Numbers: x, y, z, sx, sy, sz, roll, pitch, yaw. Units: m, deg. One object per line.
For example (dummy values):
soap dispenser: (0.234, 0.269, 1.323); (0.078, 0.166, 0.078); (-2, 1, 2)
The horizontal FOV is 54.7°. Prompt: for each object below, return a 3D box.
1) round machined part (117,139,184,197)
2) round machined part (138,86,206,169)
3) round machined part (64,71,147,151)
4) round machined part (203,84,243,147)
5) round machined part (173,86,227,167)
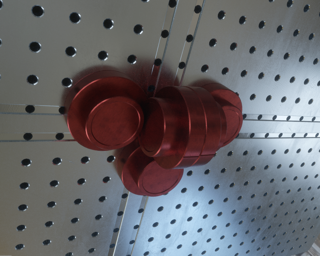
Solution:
round machined part: (-0.006, 0.057, 0.433); (0.099, 0.042, 0.097); (-14, 125, -21)
round machined part: (0.006, -0.001, 0.360); (0.042, 0.098, 0.097); (1, 118, -30)
round machined part: (-0.058, -0.014, 0.361); (0.099, 0.042, 0.097); (-14, 125, -21)
round machined part: (0.077, -0.010, 0.437); (0.099, 0.042, 0.097); (-14, 125, -21)
round machined part: (0.045, -0.002, 0.382); (0.042, 0.098, 0.097); (-1, 119, -29)
